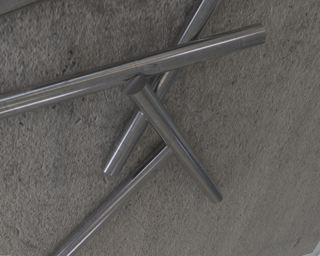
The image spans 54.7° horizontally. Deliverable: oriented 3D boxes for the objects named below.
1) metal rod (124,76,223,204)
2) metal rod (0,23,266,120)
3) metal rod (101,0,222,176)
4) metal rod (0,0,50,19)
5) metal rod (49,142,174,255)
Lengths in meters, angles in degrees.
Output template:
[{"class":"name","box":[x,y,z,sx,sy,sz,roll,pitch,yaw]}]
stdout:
[{"class":"metal rod","box":[0.036,0.038,0.422,0.025,0.025,0.300,-39,138,-2]},{"class":"metal rod","box":[-0.028,-0.062,0.329,0.302,0.025,0.025,-18,126,-10]},{"class":"metal rod","box":[0.010,-0.069,0.369,0.025,0.025,0.299,21,107,-36]},{"class":"metal rod","box":[-0.021,-0.166,0.292,0.302,0.025,0.025,-27,128,-12]},{"class":"metal rod","box":[-0.091,0.132,0.438,0.300,0.025,0.025,-45,129,3]}]
